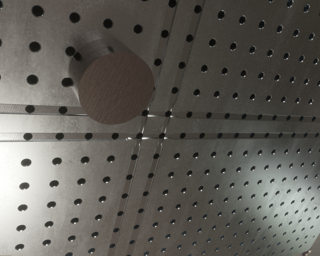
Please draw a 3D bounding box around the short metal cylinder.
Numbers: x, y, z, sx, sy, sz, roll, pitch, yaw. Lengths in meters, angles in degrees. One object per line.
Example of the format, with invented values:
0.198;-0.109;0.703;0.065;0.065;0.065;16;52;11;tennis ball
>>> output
-0.053;-0.050;0.336;0.081;0.050;0.079;-14;125;-21;short metal cylinder
